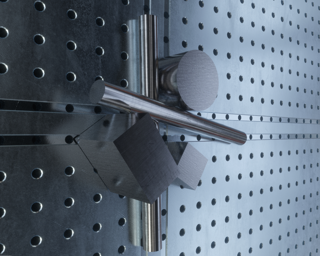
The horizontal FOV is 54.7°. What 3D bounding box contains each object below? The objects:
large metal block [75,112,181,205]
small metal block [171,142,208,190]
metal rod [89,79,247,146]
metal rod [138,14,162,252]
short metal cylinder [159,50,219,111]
[{"bbox_3d":[-0.036,0.031,0.343,0.050,0.080,0.080,-42,116,-32],"label":"large metal block"},{"bbox_3d":[0.037,0.054,0.443,0.050,0.025,0.050,41,65,-33],"label":"small metal block"},{"bbox_3d":[0.037,-0.009,0.418,0.302,0.025,0.025,15,80,-47],"label":"metal rod"},{"bbox_3d":[-0.013,0.007,0.401,0.025,0.025,0.298,-2,92,-40],"label":"metal rod"},{"bbox_3d":[0.035,-0.062,0.424,0.081,0.050,0.079,0,90,-40],"label":"short metal cylinder"}]
